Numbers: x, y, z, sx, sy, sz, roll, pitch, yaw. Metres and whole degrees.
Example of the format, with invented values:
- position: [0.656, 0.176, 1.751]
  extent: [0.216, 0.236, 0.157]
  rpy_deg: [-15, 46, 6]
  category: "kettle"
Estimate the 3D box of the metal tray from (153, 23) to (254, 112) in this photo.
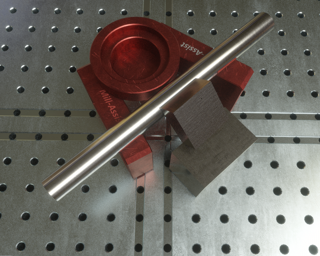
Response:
- position: [0.046, -0.073, 0.403]
  extent: [0.130, 0.090, 0.030]
  rpy_deg: [30, 74, 10]
  category: "metal tray"

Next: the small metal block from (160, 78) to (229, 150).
- position: [0.037, -0.015, 0.317]
  extent: [0.050, 0.050, 0.025]
  rpy_deg: [-41, 31, -14]
  category: "small metal block"

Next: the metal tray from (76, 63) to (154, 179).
- position: [-0.053, -0.008, 0.379]
  extent: [0.030, 0.090, 0.130]
  rpy_deg: [-28, 73, -10]
  category: "metal tray"

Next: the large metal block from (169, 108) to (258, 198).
- position: [0.059, 0.032, 0.368]
  extent: [0.080, 0.080, 0.050]
  rpy_deg: [-40, 75, -13]
  category: "large metal block"

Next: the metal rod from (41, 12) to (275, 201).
- position: [0.010, -0.032, 0.328]
  extent: [0.301, 0.025, 0.025]
  rpy_deg: [-39, 75, -13]
  category: "metal rod"

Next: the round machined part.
- position: [-0.027, -0.075, 0.357]
  extent: [0.099, 0.042, 0.098]
  rpy_deg: [0, 70, -1]
  category: "round machined part"
